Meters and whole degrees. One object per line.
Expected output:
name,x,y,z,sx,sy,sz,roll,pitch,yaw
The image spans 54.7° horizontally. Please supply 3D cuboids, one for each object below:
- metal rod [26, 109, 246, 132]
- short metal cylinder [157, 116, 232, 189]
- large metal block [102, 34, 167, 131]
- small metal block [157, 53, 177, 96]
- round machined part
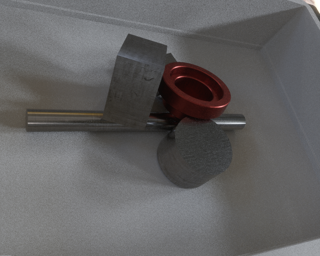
metal rod,-0.010,-0.009,0.403,0.303,0.025,0.025,0,62,-29
short metal cylinder,0.043,0.030,0.393,0.081,0.050,0.080,14,56,-21
large metal block,-0.029,-0.056,0.370,0.050,0.079,0.080,16,32,-6
small metal block,0.006,-0.080,0.458,0.050,0.025,0.050,-23,75,-37
round machined part,0.042,-0.044,0.420,0.099,0.042,0.098,15,39,-12
